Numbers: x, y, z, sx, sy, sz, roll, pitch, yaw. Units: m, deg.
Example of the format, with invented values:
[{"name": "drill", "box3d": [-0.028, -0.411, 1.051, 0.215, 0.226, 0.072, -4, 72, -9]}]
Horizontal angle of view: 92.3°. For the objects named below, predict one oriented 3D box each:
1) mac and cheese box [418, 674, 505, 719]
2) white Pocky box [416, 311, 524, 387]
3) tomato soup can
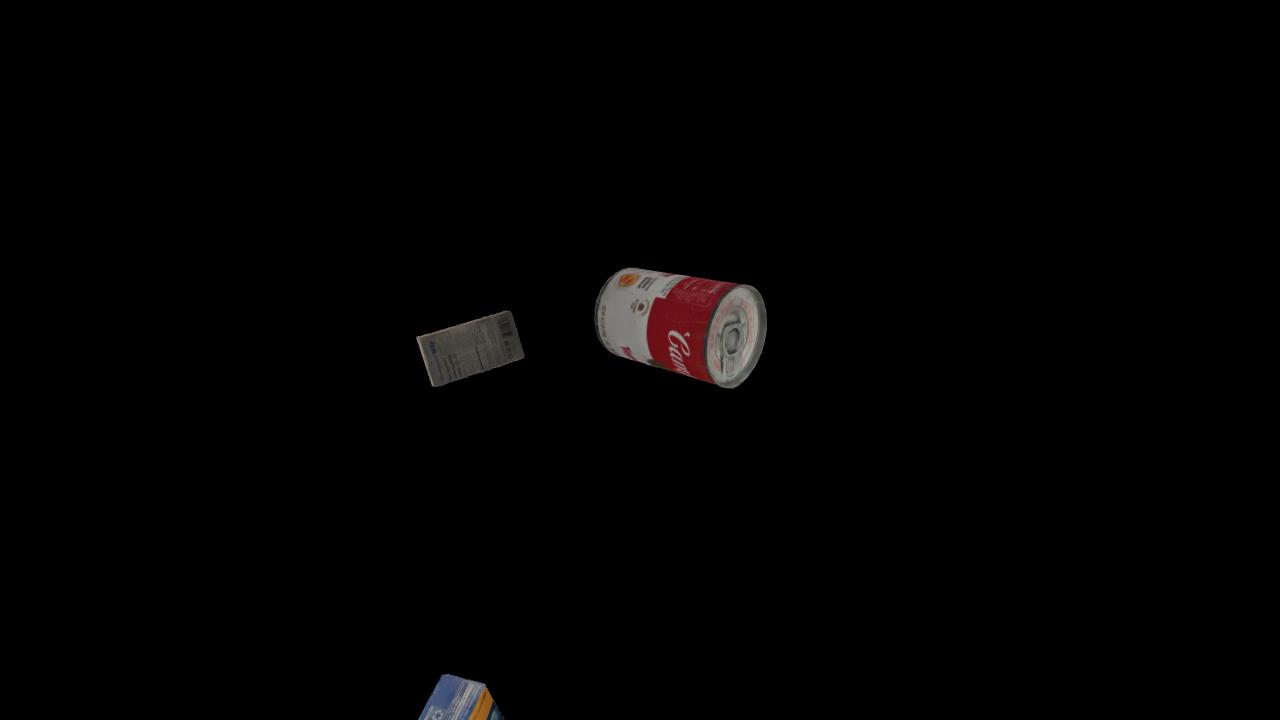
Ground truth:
[{"name": "mac and cheese box", "box3d": [-0.117, 0.316, 0.433, 0.041, 0.184, 0.093, 1, 36, 17]}, {"name": "white Pocky box", "box3d": [-0.269, -0.020, 0.988, 0.154, 0.084, 0.028, -20, 14, -27]}, {"name": "tomato soup can", "box3d": [0.025, -0.025, 0.420, 0.101, 0.068, 0.068, 17, 11, 40]}]
